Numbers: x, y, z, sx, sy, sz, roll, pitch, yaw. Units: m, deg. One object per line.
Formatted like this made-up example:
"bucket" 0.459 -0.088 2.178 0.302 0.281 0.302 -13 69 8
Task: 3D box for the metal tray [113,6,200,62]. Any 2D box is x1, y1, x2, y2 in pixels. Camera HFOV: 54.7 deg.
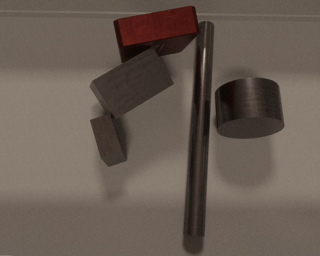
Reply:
"metal tray" -0.009 -0.114 0.395 0.091 0.130 0.030 -12 95 -5

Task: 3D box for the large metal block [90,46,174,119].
"large metal block" -0.039 -0.054 0.392 0.080 0.080 0.050 -33 100 -11

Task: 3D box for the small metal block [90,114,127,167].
"small metal block" -0.064 0.017 0.389 0.025 0.050 0.050 -18 71 -5

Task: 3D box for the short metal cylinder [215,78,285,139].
"short metal cylinder" 0.111 -0.022 0.390 0.081 0.080 0.050 1 70 0

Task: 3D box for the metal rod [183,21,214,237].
"metal rod" 0.054 -0.013 0.415 0.025 0.025 0.299 5 70 2
